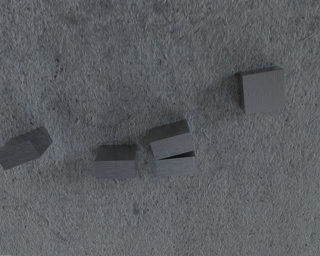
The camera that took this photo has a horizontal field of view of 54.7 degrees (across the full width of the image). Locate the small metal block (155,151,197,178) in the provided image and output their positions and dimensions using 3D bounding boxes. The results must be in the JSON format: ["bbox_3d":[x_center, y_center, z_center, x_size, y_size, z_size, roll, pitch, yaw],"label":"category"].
[{"bbox_3d":[0.021,0.041,0.411,0.050,0.050,0.025,-6,110,2],"label":"small metal block"}]

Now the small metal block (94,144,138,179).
[{"bbox_3d":[-0.056,0.044,0.412,0.050,0.050,0.025,-2,110,0],"label":"small metal block"}]

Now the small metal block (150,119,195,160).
[{"bbox_3d":[0.015,0.014,0.402,0.050,0.050,0.025,-15,110,5],"label":"small metal block"}]

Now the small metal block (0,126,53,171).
[{"bbox_3d":[-0.176,0.025,0.404,0.050,0.050,0.025,-21,109,7],"label":"small metal block"}]

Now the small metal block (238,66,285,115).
[{"bbox_3d":[0.128,-0.048,0.393,0.050,0.025,0.050,-9,110,3],"label":"small metal block"}]
